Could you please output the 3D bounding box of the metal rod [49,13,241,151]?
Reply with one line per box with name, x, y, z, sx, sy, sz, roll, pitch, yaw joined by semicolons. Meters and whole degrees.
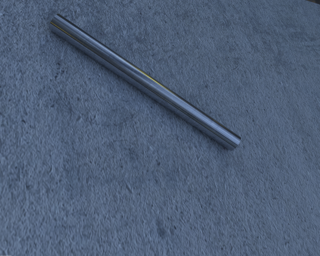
metal rod;-0.016;-0.060;0.430;0.301;0.025;0.025;33;51;-6
